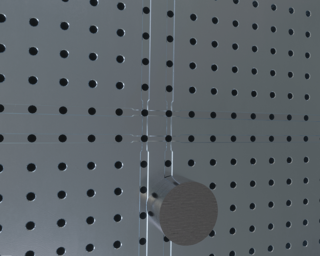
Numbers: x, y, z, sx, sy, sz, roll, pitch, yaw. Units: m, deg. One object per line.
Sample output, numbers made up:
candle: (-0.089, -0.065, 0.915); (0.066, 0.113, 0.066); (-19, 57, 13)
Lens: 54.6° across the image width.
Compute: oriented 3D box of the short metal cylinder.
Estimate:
short metal cylinder: (0.029, 0.107, 0.410); (0.081, 0.050, 0.080); (0, 90, -20)
